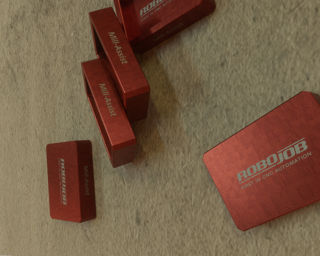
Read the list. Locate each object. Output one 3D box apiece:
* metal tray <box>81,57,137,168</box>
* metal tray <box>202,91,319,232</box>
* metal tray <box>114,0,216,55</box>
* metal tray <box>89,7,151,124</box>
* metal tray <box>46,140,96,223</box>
[{"bbox_3d":[-0.071,-0.019,0.426,0.090,0.030,0.130,110,139,-66],"label":"metal tray"},{"bbox_3d":[0.115,0.036,0.306,0.130,0.030,0.090,-38,67,33],"label":"metal tray"},{"bbox_3d":[0.000,-0.164,0.399,0.130,0.030,0.090,-21,77,37],"label":"metal tray"},{"bbox_3d":[-0.054,-0.079,0.408,0.090,0.030,0.130,104,143,-68],"label":"metal tray"},{"bbox_3d":[-0.152,0.088,0.524,0.090,0.030,0.129,-8,85,39],"label":"metal tray"}]
